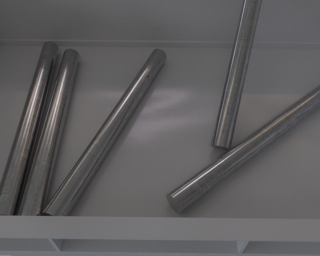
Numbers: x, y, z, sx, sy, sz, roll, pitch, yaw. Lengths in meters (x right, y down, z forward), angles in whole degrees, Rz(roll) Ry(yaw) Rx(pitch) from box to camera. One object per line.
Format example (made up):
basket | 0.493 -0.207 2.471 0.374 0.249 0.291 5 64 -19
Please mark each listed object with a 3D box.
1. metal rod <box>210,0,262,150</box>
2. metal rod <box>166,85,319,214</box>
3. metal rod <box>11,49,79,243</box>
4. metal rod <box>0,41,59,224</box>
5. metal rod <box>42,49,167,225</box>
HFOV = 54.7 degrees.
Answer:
metal rod | 0.113 -0.117 0.416 0.025 0.025 0.299 13 79 10
metal rod | 0.133 0.011 0.396 0.302 0.025 0.025 -31 57 -24
metal rod | -0.140 -0.004 0.407 0.025 0.025 0.300 -1 50 -1
metal rod | -0.173 -0.019 0.419 0.025 0.025 0.300 -3 50 -2
metal rod | -0.057 -0.012 0.414 0.025 0.025 0.301 17 52 14
